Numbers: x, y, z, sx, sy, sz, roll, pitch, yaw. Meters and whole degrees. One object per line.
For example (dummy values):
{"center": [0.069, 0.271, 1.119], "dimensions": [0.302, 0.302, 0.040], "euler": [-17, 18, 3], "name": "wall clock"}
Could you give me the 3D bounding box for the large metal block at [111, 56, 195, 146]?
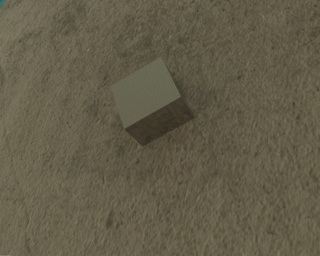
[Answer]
{"center": [-0.011, -0.036, 0.416], "dimensions": [0.080, 0.050, 0.080], "euler": [-29, 52, 10], "name": "large metal block"}
